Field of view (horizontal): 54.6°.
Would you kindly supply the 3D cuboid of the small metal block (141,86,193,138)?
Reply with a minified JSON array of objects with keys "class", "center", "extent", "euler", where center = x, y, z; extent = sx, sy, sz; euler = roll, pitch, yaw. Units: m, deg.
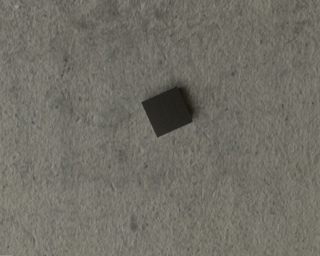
[{"class":"small metal block","center":[0.009,-0.021,0.410],"extent":[0.050,0.025,0.050],"euler":[-24,90,0]}]
